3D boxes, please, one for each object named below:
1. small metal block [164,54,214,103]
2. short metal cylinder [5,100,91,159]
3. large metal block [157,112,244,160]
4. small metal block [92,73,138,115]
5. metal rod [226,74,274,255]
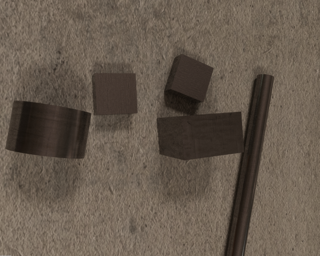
[{"bbox_3d":[0.040,-0.067,0.425,0.050,0.025,0.050,19,83,-19],"label":"small metal block"},{"bbox_3d":[-0.119,0.002,0.336,0.081,0.080,0.050,9,87,-20],"label":"short metal cylinder"},{"bbox_3d":[0.049,0.008,0.399,0.081,0.080,0.050,-5,92,-20],"label":"large metal block"},{"bbox_3d":[-0.057,-0.042,0.389,0.050,0.025,0.050,-3,91,-20],"label":"small metal block"},{"bbox_3d":[0.132,0.068,0.459,0.025,0.025,0.298,12,86,-20],"label":"metal rod"}]
